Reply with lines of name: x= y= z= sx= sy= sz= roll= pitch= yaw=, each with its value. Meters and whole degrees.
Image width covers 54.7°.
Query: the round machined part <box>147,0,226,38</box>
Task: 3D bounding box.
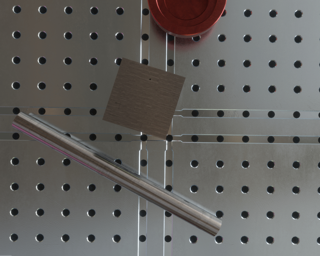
round machined part: x=0.034 y=-0.166 z=0.401 sx=0.099 sy=0.042 sz=0.097 roll=0 pitch=97 yaw=2

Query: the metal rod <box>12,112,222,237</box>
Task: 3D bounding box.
metal rod: x=-0.056 y=0.061 z=0.412 sx=0.301 sy=0.025 sz=0.025 roll=29 pitch=90 yaw=0

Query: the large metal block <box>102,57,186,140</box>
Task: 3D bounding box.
large metal block: x=-0.019 y=-0.036 z=0.401 sx=0.080 sy=0.050 sz=0.080 roll=18 pitch=90 yaw=0
